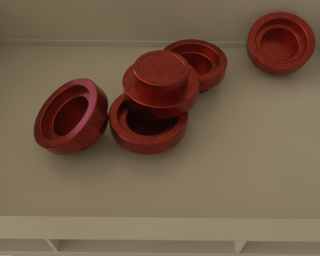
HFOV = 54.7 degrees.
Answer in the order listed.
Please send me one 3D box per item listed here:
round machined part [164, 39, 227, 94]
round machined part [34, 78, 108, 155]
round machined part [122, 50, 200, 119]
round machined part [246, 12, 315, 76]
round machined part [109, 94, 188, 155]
[{"bbox_3d":[0.049,-0.089,0.469,0.099,0.042,0.098,0,50,0],"label":"round machined part"},{"bbox_3d":[-0.104,-0.010,0.383,0.098,0.042,0.098,-17,53,24],"label":"round machined part"},{"bbox_3d":[0.002,-0.062,0.391,0.099,0.042,0.098,0,50,0],"label":"round machined part"},{"bbox_3d":[0.185,-0.127,0.487,0.099,0.042,0.098,-1,76,5],"label":"round machined part"},{"bbox_3d":[-0.014,-0.005,0.398,0.099,0.042,0.098,0,50,0],"label":"round machined part"}]
